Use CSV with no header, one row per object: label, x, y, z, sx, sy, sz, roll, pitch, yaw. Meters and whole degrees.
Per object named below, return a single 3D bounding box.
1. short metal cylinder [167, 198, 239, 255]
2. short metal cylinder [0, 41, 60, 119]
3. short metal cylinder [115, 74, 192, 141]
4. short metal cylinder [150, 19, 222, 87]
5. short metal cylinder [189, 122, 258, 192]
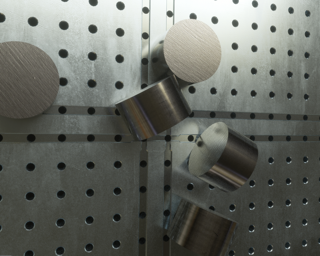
short metal cylinder,0.055,0.131,0.404,0.080,0.080,0.050,26,82,-18
short metal cylinder,-0.154,-0.050,0.342,0.081,0.050,0.079,0,90,-20
short metal cylinder,-0.008,-0.025,0.380,0.080,0.080,0.050,-30,100,-17
short metal cylinder,0.033,-0.097,0.411,0.081,0.050,0.079,0,90,-20
short metal cylinder,0.083,0.039,0.414,0.050,0.080,0.080,30,80,-18
